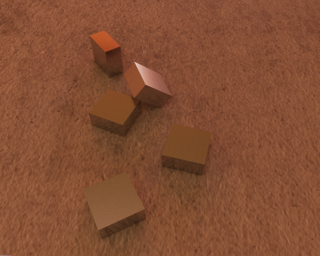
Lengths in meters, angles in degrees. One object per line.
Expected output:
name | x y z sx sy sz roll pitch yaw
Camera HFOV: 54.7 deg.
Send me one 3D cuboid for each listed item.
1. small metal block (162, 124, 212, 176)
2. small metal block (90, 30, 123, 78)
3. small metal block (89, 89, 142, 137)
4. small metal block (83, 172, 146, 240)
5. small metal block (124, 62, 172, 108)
small metal block | 0.033 0.026 0.382 0.050 0.025 0.050 12 51 9
small metal block | -0.083 -0.115 0.482 0.025 0.050 0.050 -28 56 -22
small metal block | -0.059 -0.021 0.420 0.050 0.025 0.050 19 53 15
small metal block | -0.049 0.082 0.333 0.050 0.025 0.050 -21 53 -17
small metal block | -0.017 -0.060 0.436 0.050 0.025 0.050 18 36 -42
